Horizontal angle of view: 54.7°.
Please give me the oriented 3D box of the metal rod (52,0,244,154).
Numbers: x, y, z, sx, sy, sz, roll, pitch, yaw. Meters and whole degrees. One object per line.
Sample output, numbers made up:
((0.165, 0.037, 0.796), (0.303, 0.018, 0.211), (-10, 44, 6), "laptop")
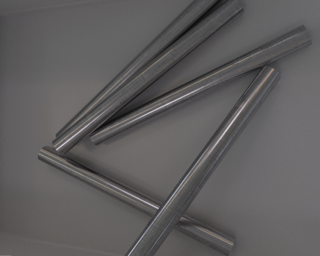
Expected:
((-0.023, -0.062, 0.405), (0.300, 0.025, 0.025), (-37, 78, 11), "metal rod")

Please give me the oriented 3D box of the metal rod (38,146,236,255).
((-0.044, 0.092, 0.426), (0.301, 0.025, 0.025), (22, 97, 18), "metal rod")

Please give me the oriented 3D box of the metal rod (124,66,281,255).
((0.041, 0.053, 0.342), (0.025, 0.025, 0.300), (35, 81, 16), "metal rod")

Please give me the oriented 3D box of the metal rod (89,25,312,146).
((0.037, -0.046, 0.397), (0.300, 0.025, 0.025), (-25, 82, 18), "metal rod")

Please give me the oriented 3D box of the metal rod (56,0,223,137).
((-0.035, -0.078, 0.422), (0.299, 0.025, 0.025), (-41, 77, 15), "metal rod")
